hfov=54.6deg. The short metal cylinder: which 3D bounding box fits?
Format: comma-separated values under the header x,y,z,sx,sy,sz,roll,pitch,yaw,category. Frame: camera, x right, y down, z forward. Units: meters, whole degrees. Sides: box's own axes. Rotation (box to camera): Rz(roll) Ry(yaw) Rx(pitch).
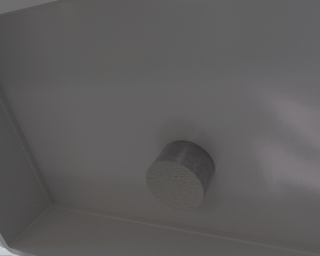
x,y,z,sx,sy,sz,roll,pitch,yaw,category
0.028,0.063,0.417,0.080,0.050,0.080,13,124,21,short metal cylinder
